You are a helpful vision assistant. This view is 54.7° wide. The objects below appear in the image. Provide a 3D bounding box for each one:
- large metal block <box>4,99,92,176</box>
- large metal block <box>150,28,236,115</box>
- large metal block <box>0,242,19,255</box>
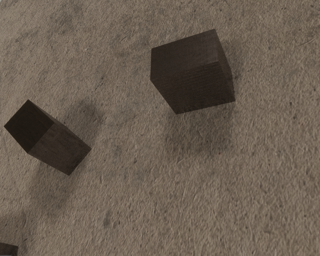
[{"bbox_3d":[-0.158,0.014,0.441,0.080,0.080,0.050,32,80,37],"label":"large metal block"},{"bbox_3d":[0.042,-0.066,0.386,0.080,0.080,0.050,-12,57,21],"label":"large metal block"},{"bbox_3d":[-0.242,0.175,0.386,0.080,0.080,0.050,-19,55,17],"label":"large metal block"}]
